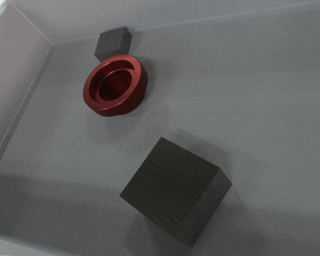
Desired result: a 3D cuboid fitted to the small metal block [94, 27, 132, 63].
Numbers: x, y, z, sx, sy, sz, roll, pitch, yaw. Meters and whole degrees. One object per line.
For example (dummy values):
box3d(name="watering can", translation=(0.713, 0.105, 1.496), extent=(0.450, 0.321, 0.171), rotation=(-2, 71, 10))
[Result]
box3d(name="small metal block", translation=(-0.080, -0.141, 0.532), extent=(0.050, 0.025, 0.050), rotation=(-6, 59, 25))

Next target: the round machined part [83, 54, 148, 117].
box3d(name="round machined part", translation=(-0.061, -0.058, 0.461), extent=(0.098, 0.042, 0.098), rotation=(-13, 56, 20))

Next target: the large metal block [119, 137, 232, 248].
box3d(name="large metal block", translation=(0.018, 0.068, 0.338), extent=(0.080, 0.050, 0.080), rotation=(27, 76, 37))

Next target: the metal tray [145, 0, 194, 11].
box3d(name="metal tray", translation=(0.026, -0.276, 0.559), extent=(0.090, 0.030, 0.130), rotation=(-4, 60, 25))
